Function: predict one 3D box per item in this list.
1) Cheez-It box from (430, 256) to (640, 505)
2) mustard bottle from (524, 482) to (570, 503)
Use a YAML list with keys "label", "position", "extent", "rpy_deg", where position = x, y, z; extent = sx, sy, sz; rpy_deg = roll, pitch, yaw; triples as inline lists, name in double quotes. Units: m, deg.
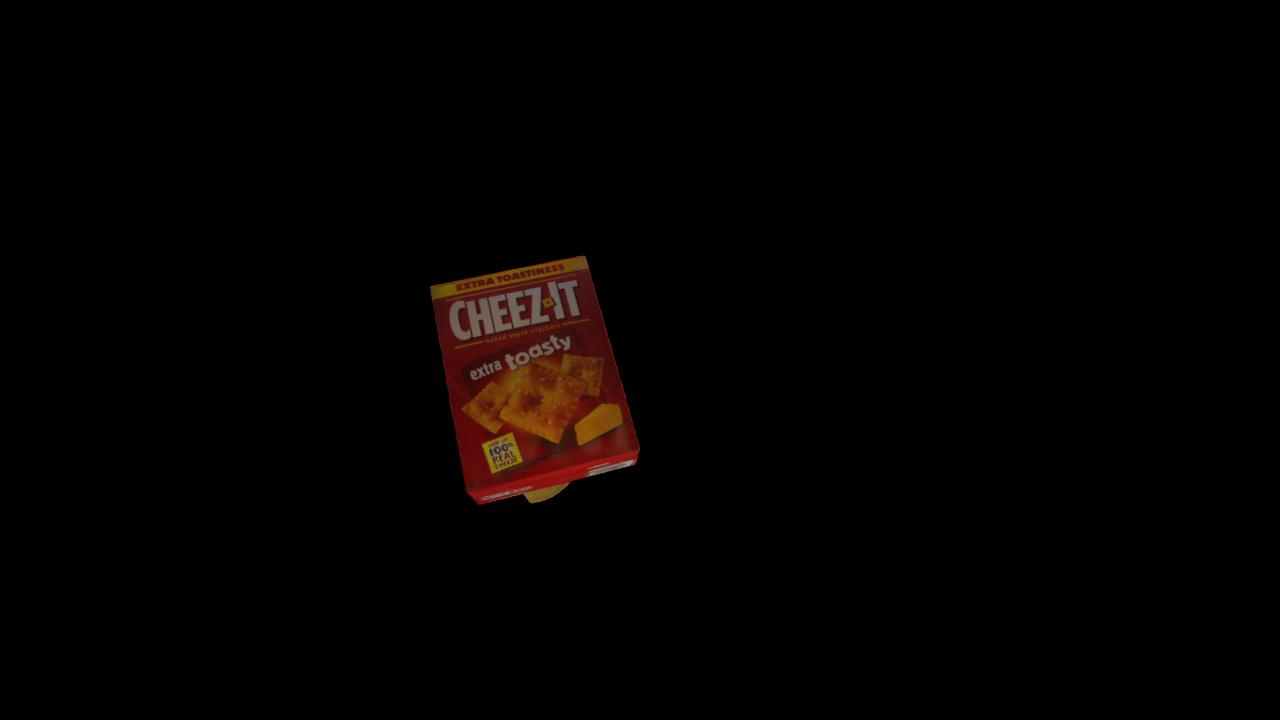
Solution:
- label: "Cheez-It box"
  position: [-0.108, 0.015, 0.624]
  extent: [0.166, 0.223, 0.071]
  rpy_deg: [-12, -21, -11]
- label: "mustard bottle"
  position: [-0.188, 0.157, 1.043]
  extent: [0.092, 0.184, 0.054]
  rpy_deg: [-26, 33, -5]
